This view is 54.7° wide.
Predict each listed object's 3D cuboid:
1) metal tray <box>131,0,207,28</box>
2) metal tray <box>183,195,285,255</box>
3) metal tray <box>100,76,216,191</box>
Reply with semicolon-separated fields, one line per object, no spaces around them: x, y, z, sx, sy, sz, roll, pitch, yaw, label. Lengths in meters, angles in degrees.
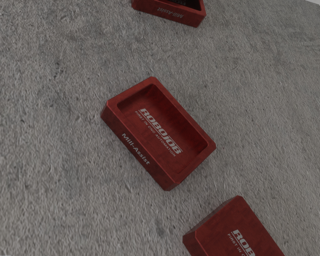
0.014;-0.236;0.551;0.131;0.030;0.090;8;58;-24;metal tray
0.098;0.156;0.358;0.091;0.030;0.130;-26;76;-37;metal tray
0.000;0.004;0.397;0.130;0.030;0.091;49;51;6;metal tray
